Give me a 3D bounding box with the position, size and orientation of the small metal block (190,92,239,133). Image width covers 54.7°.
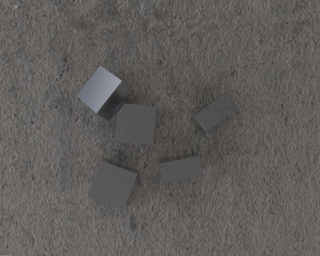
[{"bbox_3d":[0.068,-0.019,0.398,0.050,0.050,0.025,-37,90,0],"label":"small metal block"}]

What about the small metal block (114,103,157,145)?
[{"bbox_3d":[-0.031,-0.005,0.410,0.050,0.025,0.050,6,90,0],"label":"small metal block"}]

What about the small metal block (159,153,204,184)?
[{"bbox_3d":[0.026,0.050,0.398,0.050,0.050,0.025,-11,90,0],"label":"small metal block"}]

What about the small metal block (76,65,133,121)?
[{"bbox_3d":[-0.071,-0.045,0.397,0.050,0.025,0.050,38,90,36],"label":"small metal block"}]

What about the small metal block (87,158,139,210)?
[{"bbox_3d":[-0.061,0.073,0.409,0.050,0.025,0.050,21,90,0],"label":"small metal block"}]
